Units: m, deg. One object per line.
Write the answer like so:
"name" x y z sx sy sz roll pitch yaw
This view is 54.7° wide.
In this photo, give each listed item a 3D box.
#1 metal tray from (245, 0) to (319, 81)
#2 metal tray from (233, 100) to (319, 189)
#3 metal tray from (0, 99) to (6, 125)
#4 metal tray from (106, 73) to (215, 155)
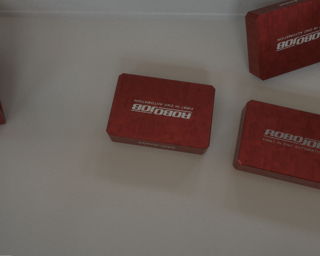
"metal tray" 0.186 -0.128 0.423 0.131 0.089 0.030 -19 31 -7
"metal tray" 0.168 0.022 0.400 0.131 0.030 0.090 13 70 4
"metal tray" -0.238 -0.075 0.398 0.030 0.090 0.130 -17 71 -20
"metal tray" 0.003 -0.019 0.414 0.131 0.030 0.090 8 70 3
